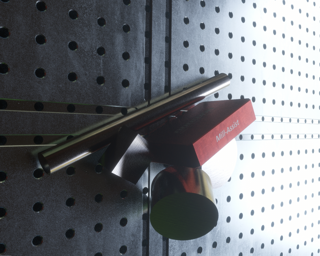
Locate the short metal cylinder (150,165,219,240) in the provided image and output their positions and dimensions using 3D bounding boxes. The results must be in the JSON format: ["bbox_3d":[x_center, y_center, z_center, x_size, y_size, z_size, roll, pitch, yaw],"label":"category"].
[{"bbox_3d":[0.028,0.092,0.384,0.080,0.080,0.050,55,17,-26],"label":"short metal cylinder"}]

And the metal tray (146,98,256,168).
[{"bbox_3d":[0.053,0.002,0.406,0.131,0.090,0.030,-33,111,-35],"label":"metal tray"}]

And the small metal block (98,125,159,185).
[{"bbox_3d":[-0.035,0.032,0.359,0.050,0.025,0.050,-56,143,-7],"label":"small metal block"}]

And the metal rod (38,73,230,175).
[{"bbox_3d":[-0.008,-0.020,0.398,0.302,0.025,0.025,-27,107,-37],"label":"metal rod"}]

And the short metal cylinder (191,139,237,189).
[{"bbox_3d":[0.065,0.040,0.436,0.081,0.050,0.079,-11,106,-42],"label":"short metal cylinder"}]
